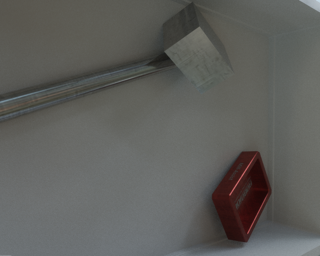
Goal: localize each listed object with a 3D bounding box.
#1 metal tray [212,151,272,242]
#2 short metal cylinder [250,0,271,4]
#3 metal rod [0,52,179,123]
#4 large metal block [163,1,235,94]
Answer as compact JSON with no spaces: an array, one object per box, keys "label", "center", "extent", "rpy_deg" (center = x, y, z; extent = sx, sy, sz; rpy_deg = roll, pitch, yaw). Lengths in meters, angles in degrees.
[{"label":"metal tray","center":[0.139,0.108,0.508],"extent":[0.131,0.030,0.090],"rpy_deg":[-41,115,-43]},{"label":"short metal cylinder","center":[0.191,-0.271,0.556],"extent":[0.081,0.050,0.079],"rpy_deg":[0,90,-40]},{"label":"metal rod","center":[-0.090,-0.044,0.332],"extent":[0.302,0.025,0.025],"rpy_deg":[-25,106,-37]},{"label":"large metal block","center":[0.049,-0.106,0.409],"extent":[0.080,0.050,0.080],"rpy_deg":[43,28,-32]}]
